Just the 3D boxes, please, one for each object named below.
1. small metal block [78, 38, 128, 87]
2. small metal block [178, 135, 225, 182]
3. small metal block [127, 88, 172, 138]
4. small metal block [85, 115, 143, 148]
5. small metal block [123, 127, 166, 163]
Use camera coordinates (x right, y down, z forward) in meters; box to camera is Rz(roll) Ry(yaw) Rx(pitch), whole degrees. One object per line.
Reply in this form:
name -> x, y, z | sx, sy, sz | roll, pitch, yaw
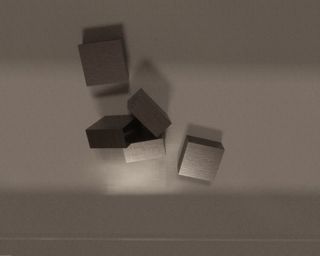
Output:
small metal block -> -0.068, -0.081, 0.381 | 0.050, 0.025, 0.050 | -7, 110, 2
small metal block -> 0.055, 0.042, 0.428 | 0.050, 0.025, 0.050 | 13, 110, -5
small metal block -> -0.014, -0.021, 0.389 | 0.025, 0.050, 0.050 | -43, 105, 6
small metal block -> -0.057, 0.004, 0.391 | 0.050, 0.050, 0.025 | -2, 111, 21
small metal block -> -0.020, 0.019, 0.405 | 0.050, 0.050, 0.025 | -10, 111, 3
